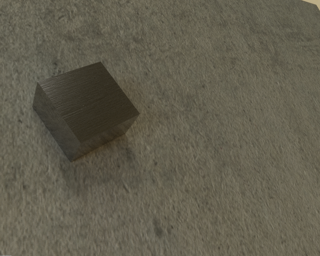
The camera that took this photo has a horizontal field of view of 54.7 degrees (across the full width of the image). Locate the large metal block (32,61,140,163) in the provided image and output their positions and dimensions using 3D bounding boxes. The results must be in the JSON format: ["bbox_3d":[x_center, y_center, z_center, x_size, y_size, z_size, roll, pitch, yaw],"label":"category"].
[{"bbox_3d":[-0.085,-0.020,0.355,0.081,0.050,0.080,-30,79,-38],"label":"large metal block"}]
